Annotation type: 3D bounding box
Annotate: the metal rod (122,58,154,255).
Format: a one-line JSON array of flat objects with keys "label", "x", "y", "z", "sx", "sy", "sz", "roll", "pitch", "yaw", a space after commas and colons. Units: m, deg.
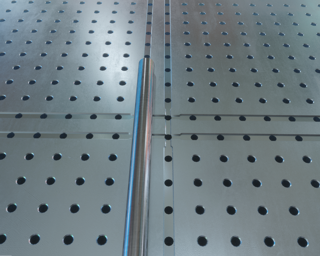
[{"label": "metal rod", "x": -0.023, "y": 0.013, "z": 0.395, "sx": 0.025, "sy": 0.025, "sz": 0.300, "roll": 1, "pitch": 50, "yaw": 0}]
